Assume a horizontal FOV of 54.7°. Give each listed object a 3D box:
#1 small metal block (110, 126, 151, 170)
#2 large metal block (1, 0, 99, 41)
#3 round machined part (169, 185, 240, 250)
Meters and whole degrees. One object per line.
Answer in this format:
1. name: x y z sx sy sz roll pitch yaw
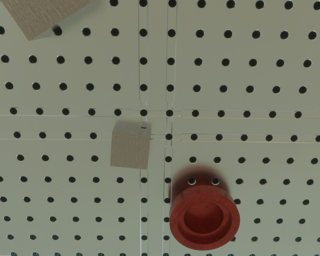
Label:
1. small metal block: -0.040 0.026 0.423 0.050 0.025 0.050 6 110 -3
2. large metal block: -0.127 -0.154 0.342 0.080 0.050 0.080 -28 108 10
3. round machined part: 0.063 0.125 0.451 0.099 0.042 0.097 0 110 0
